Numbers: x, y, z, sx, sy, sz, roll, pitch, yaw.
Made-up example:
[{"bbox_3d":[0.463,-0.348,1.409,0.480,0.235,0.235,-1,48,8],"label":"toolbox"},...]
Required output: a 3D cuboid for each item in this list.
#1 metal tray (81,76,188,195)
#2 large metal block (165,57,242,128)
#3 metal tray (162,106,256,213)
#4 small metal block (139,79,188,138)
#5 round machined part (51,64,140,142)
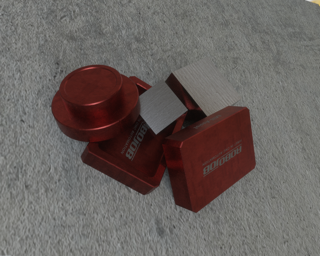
[{"bbox_3d":[-0.026,0.005,0.384,0.090,0.030,0.130,31,52,-9],"label":"metal tray"},{"bbox_3d":[0.057,-0.047,0.449,0.081,0.050,0.080,-30,79,-38],"label":"large metal block"},{"bbox_3d":[0.067,0.034,0.388,0.131,0.030,0.089,-25,112,-36],"label":"metal tray"},{"bbox_3d":[-0.002,-0.024,0.390,0.050,0.025,0.050,-38,85,-11],"label":"small metal block"},{"bbox_3d":[-0.073,-0.035,0.349,0.099,0.042,0.098,-2,48,3],"label":"round machined part"}]
